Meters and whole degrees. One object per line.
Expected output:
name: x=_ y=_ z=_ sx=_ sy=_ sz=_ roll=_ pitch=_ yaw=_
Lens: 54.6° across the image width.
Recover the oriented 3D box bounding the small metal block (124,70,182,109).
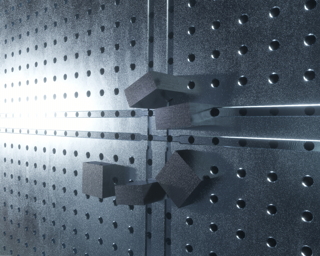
small metal block: x=-0.009 y=-0.048 z=0.402 sx=0.050 sy=0.050 sz=0.025 roll=-30 pitch=71 yaw=36

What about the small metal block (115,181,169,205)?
small metal block: x=-0.024 y=0.085 z=0.414 sx=0.050 sy=0.050 sz=0.025 roll=-10 pitch=84 yaw=39

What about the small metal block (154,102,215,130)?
small metal block: x=0.030 y=-0.013 z=0.370 sx=0.050 sy=0.050 sz=0.025 roll=-8 pitch=85 yaw=40

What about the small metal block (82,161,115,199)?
small metal block: x=-0.097 y=0.081 z=0.491 sx=0.050 sy=0.025 sz=0.050 roll=2 pitch=91 yaw=40

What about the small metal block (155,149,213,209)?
small metal block: x=0.029 y=0.063 z=0.387 sx=0.050 sy=0.025 sz=0.050 roll=49 pitch=119 yaw=29
